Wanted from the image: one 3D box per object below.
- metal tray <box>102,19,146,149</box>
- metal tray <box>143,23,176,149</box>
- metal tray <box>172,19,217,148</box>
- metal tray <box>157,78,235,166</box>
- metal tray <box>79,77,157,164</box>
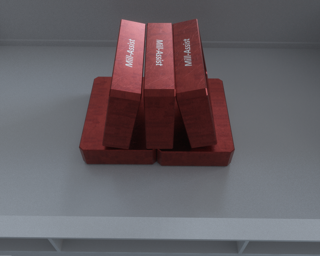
[{"bbox_3d":[-0.041,-0.052,0.362,0.030,0.089,0.130,8,49,-10],"label":"metal tray"},{"bbox_3d":[0.000,-0.051,0.363,0.030,0.089,0.130,0,48,0],"label":"metal tray"},{"bbox_3d":[0.040,-0.053,0.364,0.030,0.090,0.130,-9,49,11],"label":"metal tray"},{"bbox_3d":[0.043,-0.012,0.410,0.091,0.030,0.130,1,50,0],"label":"metal tray"},{"bbox_3d":[-0.049,-0.014,0.410,0.091,0.030,0.130,1,50,0],"label":"metal tray"}]
